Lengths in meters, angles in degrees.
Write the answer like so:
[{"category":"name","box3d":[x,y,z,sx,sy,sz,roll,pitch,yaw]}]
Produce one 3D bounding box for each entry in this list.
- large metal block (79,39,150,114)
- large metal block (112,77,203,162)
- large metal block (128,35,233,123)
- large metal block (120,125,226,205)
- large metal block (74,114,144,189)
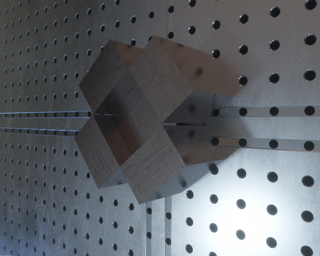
[{"category":"large metal block","box3d":[-0.046,-0.063,0.413,0.080,0.081,0.050,-46,63,30]},{"category":"large metal block","box3d":[-0.006,-0.011,0.398,0.080,0.050,0.080,-47,61,32]},{"category":"large metal block","box3d":[0.024,-0.052,0.355,0.050,0.081,0.080,-46,63,30]},{"category":"large metal block","box3d":[0.016,0.041,0.363,0.080,0.081,0.050,-45,63,31]},{"category":"large metal block","box3d":[-0.056,0.029,0.420,0.050,0.081,0.080,-46,63,30]}]
